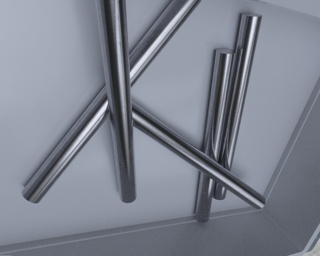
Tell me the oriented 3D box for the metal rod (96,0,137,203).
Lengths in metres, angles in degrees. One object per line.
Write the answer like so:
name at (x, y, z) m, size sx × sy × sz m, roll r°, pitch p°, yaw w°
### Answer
metal rod at (-0.043, -0.014, 0.345) m, size 0.025 × 0.025 × 0.298 m, roll -17°, pitch 135°, yaw -19°

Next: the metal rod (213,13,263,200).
metal rod at (0.108, -0.012, 0.459) m, size 0.025 × 0.025 × 0.298 m, roll -11°, pitch 123°, yaw -22°

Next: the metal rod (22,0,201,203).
metal rod at (-0.060, -0.032, 0.355) m, size 0.025 × 0.025 × 0.299 m, roll 34°, pitch 99°, yaw -39°

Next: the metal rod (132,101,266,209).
metal rod at (0.061, 0.049, 0.444) m, size 0.301 × 0.025 × 0.025 m, roll 35°, pitch 98°, yaw -30°

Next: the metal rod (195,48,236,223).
metal rod at (0.079, 0.030, 0.469) m, size 0.025 × 0.025 × 0.298 m, roll -12°, pitch 124°, yaw -22°
